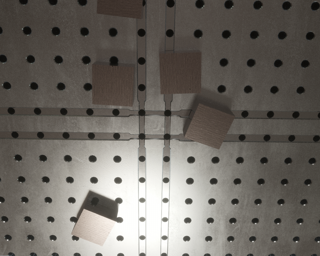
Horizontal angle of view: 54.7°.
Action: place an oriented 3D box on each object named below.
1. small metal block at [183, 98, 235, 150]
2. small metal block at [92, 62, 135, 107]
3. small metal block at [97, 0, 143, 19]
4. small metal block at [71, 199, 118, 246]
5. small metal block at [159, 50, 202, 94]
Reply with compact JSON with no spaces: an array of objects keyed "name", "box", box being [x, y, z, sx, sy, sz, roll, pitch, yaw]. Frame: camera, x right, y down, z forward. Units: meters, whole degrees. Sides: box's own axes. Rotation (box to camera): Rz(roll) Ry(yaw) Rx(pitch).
[{"name":"small metal block","box":[0.064,-0.006,0.412,0.050,0.025,0.050,19,109,-8]},{"name":"small metal block","box":[-0.058,-0.056,0.392,0.050,0.025,0.050,3,110,-2]},{"name":"small metal block","box":[-0.044,-0.155,0.356,0.050,0.025,0.050,6,110,-3]},{"name":"small metal block","box":[-0.098,0.142,0.465,0.050,0.025,0.050,25,108,-10]},{"name":"small metal block","box":[0.025,-0.070,0.388,0.050,0.025,0.050,-2,110,0]}]
